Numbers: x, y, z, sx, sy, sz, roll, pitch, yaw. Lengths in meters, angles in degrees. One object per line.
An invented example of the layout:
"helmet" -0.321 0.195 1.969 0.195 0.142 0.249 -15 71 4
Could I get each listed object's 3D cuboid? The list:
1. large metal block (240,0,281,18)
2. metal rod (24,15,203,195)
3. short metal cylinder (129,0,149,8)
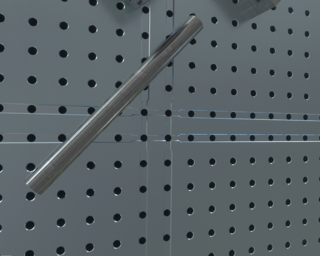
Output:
"large metal block" 0.152 -0.226 0.455 0.080 0.050 0.080 -47 105 -14
"metal rod" -0.048 -0.038 0.394 0.025 0.025 0.301 46 76 -14
"short metal cylinder" -0.016 -0.193 0.377 0.080 0.080 0.050 -43 104 -15
